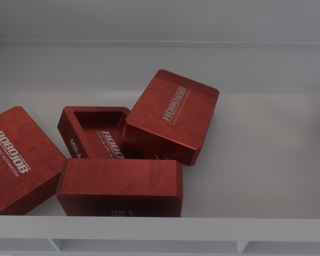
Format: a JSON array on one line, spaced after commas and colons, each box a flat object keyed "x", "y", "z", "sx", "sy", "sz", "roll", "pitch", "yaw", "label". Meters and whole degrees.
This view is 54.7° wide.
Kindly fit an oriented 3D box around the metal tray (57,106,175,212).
[{"x": -0.050, "y": 0.027, "z": 0.352, "sx": 0.091, "sy": 0.030, "sz": 0.130, "roll": -2, "pitch": 43, "yaw": -41, "label": "metal tray"}]

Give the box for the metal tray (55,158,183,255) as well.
[{"x": -0.028, "y": 0.075, "z": 0.273, "sx": 0.091, "sy": 0.129, "sz": 0.030, "roll": 1, "pitch": 51, "yaw": 1, "label": "metal tray"}]

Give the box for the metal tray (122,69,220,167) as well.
[{"x": 0.019, "y": -0.019, "z": 0.393, "sx": 0.090, "sy": 0.030, "sz": 0.130, "roll": 21, "pitch": 42, "yaw": 5, "label": "metal tray"}]

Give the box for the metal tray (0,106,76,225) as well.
[{"x": -0.175, "y": 0.037, "z": 0.369, "sx": 0.091, "sy": 0.030, "sz": 0.130, "roll": -35, "pitch": 58, "yaw": -26, "label": "metal tray"}]
